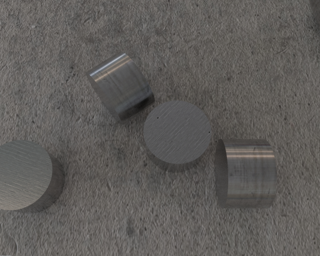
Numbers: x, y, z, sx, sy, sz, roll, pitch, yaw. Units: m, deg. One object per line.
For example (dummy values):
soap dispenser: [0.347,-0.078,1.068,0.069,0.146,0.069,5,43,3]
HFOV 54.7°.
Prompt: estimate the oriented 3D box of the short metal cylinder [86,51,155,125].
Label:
short metal cylinder: [-0.051,-0.050,0.397,0.050,0.080,0.080,-35,74,-12]

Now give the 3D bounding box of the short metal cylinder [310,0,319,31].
short metal cylinder: [0.265,-0.176,0.445,0.081,0.080,0.050,-8,70,-3]

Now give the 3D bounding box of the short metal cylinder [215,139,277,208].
short metal cylinder: [0.096,0.052,0.360,0.050,0.080,0.080,0,70,0]

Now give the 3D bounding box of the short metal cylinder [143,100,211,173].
short metal cylinder: [0.021,0.012,0.390,0.081,0.050,0.080,0,70,0]

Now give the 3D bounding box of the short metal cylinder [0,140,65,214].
short metal cylinder: [-0.162,0.060,0.372,0.081,0.050,0.080,0,70,0]
